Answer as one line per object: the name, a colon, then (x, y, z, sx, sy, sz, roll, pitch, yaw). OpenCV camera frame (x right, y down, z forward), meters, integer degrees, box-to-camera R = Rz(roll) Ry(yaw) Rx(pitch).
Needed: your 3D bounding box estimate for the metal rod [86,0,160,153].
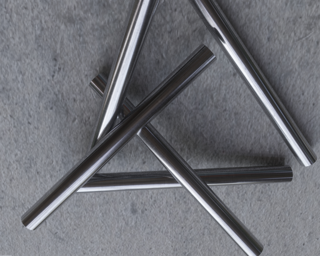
metal rod: (-0.049, -0.042, 0.349, 0.025, 0.025, 0.298, 20, 126, -8)

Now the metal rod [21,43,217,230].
metal rod: (-0.053, 0.015, 0.368, 0.300, 0.025, 0.025, -43, 105, 7)

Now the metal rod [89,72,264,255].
metal rod: (0.022, 0.049, 0.393, 0.025, 0.025, 0.300, -42, 92, 13)

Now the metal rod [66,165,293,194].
metal rod: (0.031, 0.069, 0.419, 0.302, 0.025, 0.025, -2, 110, -6)

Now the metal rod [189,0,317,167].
metal rod: (0.114, -0.067, 0.386, 0.025, 0.025, 0.300, -36, 107, 12)
